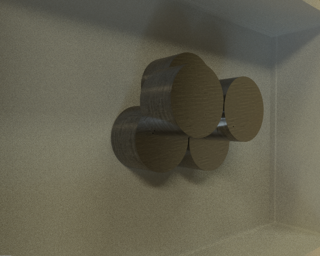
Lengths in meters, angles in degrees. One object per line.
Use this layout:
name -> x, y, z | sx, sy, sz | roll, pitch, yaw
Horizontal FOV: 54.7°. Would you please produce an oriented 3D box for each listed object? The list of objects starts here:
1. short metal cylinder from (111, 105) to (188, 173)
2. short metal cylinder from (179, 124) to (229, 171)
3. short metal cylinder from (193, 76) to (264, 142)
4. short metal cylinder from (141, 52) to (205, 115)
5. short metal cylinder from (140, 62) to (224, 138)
short metal cylinder -> -0.012, 0.012, 0.378 | 0.081, 0.050, 0.080 | 0, 90, -40
short metal cylinder -> 0.051, 0.017, 0.431 | 0.081, 0.050, 0.080 | 0, 90, -40
short metal cylinder -> 0.088, -0.023, 0.395 | 0.081, 0.050, 0.080 | 0, 90, -40
short metal cylinder -> 0.023, -0.055, 0.407 | 0.081, 0.050, 0.080 | 0, 90, -40
short metal cylinder -> 0.025, -0.029, 0.344 | 0.081, 0.050, 0.080 | 0, 90, -40
